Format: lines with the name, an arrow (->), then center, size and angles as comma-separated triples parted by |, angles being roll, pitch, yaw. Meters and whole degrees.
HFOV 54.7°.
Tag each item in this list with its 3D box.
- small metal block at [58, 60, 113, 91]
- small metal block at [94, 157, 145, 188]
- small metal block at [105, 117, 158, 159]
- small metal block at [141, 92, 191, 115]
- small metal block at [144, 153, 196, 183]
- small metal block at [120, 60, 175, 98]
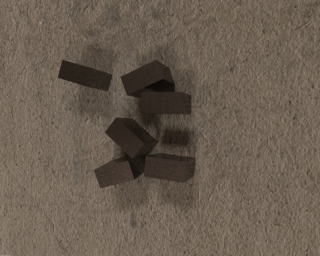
small metal block -> -0.103, -0.072, 0.431 | 0.050, 0.050, 0.025 | 18, 96, 18
small metal block -> -0.050, 0.055, 0.411 | 0.050, 0.050, 0.025 | -17, 93, 19
small metal block -> -0.036, 0.012, 0.407 | 0.050, 0.050, 0.025 | 42, 103, 15
small metal block -> 0.009, -0.031, 0.392 | 0.050, 0.050, 0.025 | 1, 91, 19
small metal block -> 0.014, 0.049, 0.390 | 0.050, 0.050, 0.025 | 6, 92, 19
small metal block -> -0.015, -0.061, 0.400 | 0.050, 0.050, 0.025 | -22, 83, 18
